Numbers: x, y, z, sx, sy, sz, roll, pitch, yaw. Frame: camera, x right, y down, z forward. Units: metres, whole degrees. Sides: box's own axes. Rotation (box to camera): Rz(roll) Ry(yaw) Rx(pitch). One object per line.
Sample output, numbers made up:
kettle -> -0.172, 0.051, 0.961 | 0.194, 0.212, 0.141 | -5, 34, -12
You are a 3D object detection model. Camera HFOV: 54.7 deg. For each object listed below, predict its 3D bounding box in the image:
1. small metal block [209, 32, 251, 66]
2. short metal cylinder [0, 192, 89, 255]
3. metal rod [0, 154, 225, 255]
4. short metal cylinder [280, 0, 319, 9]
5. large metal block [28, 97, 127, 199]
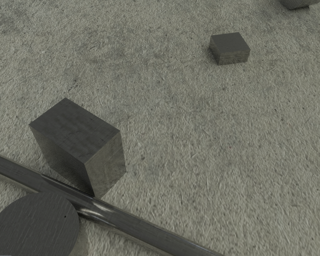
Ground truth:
small metal block -> 0.115, -0.132, 0.516 | 0.050, 0.025, 0.050 | -9, 51, -8
short metal cylinder -> -0.113, 0.109, 0.294 | 0.081, 0.050, 0.080 | 0, 50, 0
metal rod -> -0.067, 0.088, 0.328 | 0.301, 0.025, 0.025 | 20, 53, 15
short metal cylinder -> 0.278, -0.279, 0.605 | 0.050, 0.080, 0.080 | -15, 52, -12
large metal block -> -0.088, 0.025, 0.345 | 0.080, 0.080, 0.050 | 30, 56, 22
